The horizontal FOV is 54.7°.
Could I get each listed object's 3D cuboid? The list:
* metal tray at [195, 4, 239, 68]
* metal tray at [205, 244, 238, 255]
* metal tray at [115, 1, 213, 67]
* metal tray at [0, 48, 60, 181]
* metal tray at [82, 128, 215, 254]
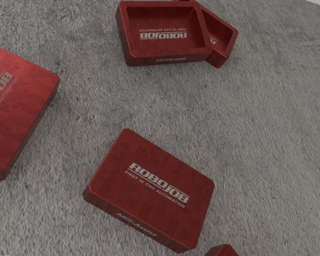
[{"bbox_3d":[0.069,-0.173,0.542,0.130,0.030,0.090,32,51,-7],"label":"metal tray"},{"bbox_3d":[0.079,0.202,0.320,0.091,0.030,0.130,-33,80,-38],"label":"metal tray"},{"bbox_3d":[0.007,-0.143,0.466,0.131,0.030,0.090,-9,77,-21],"label":"metal tray"},{"bbox_3d":[-0.173,-0.021,0.320,0.090,0.030,0.130,25,53,-13],"label":"metal tray"},{"bbox_3d":[-0.008,0.070,0.353,0.130,0.030,0.090,32,51,-7],"label":"metal tray"}]
